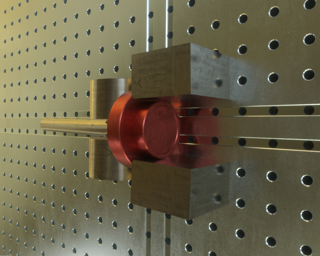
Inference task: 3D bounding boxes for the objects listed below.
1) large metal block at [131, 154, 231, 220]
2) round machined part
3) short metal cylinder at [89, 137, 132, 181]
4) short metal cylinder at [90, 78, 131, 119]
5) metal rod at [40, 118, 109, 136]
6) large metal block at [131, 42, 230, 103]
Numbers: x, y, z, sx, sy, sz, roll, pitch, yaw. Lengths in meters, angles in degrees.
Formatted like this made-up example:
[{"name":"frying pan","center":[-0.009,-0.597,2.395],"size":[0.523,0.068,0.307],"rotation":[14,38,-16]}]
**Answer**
[{"name":"large metal block","center":[0.024,0.062,0.354],"size":[0.080,0.081,0.050],"rotation":[4,93,40]},{"name":"round machined part","center":[-0.012,0.002,0.371],"size":[0.042,0.099,0.097],"rotation":[1,91,40]},{"name":"short metal cylinder","center":[-0.054,0.038,0.418],"size":[0.080,0.081,0.050],"rotation":[2,92,40]},{"name":"short metal cylinder","center":[-0.053,-0.037,0.418],"size":[0.080,0.081,0.050],"rotation":[1,91,40]},{"name":"metal rod","center":[-0.107,-0.001,0.483],"size":[0.300,0.025,0.025],"rotation":[3,92,44]},{"name":"large metal block","center":[0.025,-0.058,0.354],"size":[0.080,0.081,0.050],"rotation":[0,90,40]}]
